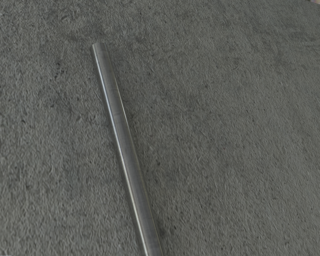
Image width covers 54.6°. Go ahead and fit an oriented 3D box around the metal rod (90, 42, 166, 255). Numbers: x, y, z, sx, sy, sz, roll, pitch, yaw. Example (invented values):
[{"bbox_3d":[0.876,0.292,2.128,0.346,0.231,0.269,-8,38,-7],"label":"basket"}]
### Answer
[{"bbox_3d":[-0.042,0.023,0.366,0.025,0.025,0.299,-4,64,-30],"label":"metal rod"}]
